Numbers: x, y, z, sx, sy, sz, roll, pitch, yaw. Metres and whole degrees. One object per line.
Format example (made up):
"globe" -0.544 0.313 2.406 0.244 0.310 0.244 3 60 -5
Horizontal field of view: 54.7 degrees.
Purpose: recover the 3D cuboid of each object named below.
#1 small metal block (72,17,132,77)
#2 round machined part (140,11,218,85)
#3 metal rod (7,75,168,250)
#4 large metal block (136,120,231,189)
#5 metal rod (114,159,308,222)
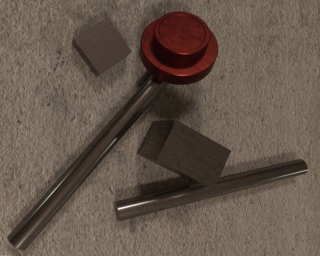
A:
"small metal block" -0.072 -0.099 0.383 0.050 0.025 0.050 -39 103 -16
"round machined part" 0.025 -0.106 0.388 0.099 0.042 0.098 2 63 -5
"metal rod" -0.068 0.018 0.384 0.025 0.025 0.300 43 76 -15
"large metal block" 0.027 0.031 0.391 0.080 0.080 0.050 29 81 -18
"metal rod" 0.086 0.083 0.442 0.303 0.025 0.025 -9 93 -20
